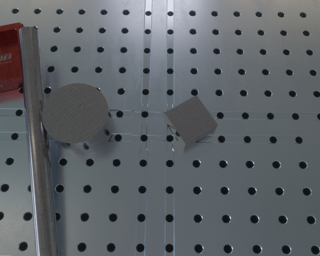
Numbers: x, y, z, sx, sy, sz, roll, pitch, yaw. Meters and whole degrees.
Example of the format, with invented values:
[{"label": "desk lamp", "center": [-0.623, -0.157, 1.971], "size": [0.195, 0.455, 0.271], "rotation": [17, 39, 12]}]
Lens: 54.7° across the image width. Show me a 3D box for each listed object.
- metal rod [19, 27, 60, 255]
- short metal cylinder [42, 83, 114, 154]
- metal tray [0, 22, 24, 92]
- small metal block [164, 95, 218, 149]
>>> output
[{"label": "metal rod", "center": [-0.153, 0.012, 0.387], "size": [0.025, 0.025, 0.299], "rotation": [-9, 77, -3]}, {"label": "short metal cylinder", "center": [-0.104, -0.011, 0.402], "size": [0.081, 0.050, 0.080], "rotation": [0, 70, 0]}, {"label": "metal tray", "center": [-0.251, -0.094, 0.441], "size": [0.131, 0.030, 0.090], "rotation": [-13, 71, -5]}, {"label": "small metal block", "center": [0.041, -0.008, 0.415], "size": [0.050, 0.025, 0.050], "rotation": [-30, 73, -10]}]
